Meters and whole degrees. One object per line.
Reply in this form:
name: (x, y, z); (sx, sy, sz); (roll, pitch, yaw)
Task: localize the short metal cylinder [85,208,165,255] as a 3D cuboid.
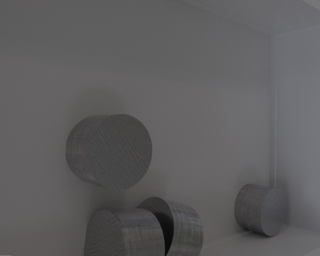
short metal cylinder: (-0.040, 0.129, 0.337); (0.050, 0.080, 0.080); (10, 84, -40)

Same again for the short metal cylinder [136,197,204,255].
short metal cylinder: (0.005, 0.128, 0.376); (0.050, 0.080, 0.080); (25, 74, -38)

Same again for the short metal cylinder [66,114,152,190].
short metal cylinder: (-0.056, 0.025, 0.344); (0.081, 0.050, 0.080); (0, 90, -40)

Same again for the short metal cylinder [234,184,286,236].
short metal cylinder: (0.174, 0.140, 0.537); (0.081, 0.050, 0.080); (0, 90, -40)
